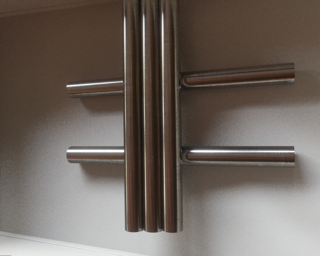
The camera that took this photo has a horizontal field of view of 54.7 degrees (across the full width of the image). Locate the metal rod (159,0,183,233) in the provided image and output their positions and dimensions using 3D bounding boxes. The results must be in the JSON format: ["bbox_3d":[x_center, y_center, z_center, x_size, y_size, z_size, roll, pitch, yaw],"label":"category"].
[{"bbox_3d":[0.013,-0.026,0.377,0.025,0.025,0.298,-1,90,20],"label":"metal rod"}]

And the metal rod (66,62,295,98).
[{"bbox_3d":[0.012,-0.059,0.405,0.301,0.025,0.025,-1,90,19],"label":"metal rod"}]

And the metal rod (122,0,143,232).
[{"bbox_3d":[-0.034,-0.021,0.394,0.025,0.025,0.298,-1,90,20],"label":"metal rod"}]

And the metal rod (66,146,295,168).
[{"bbox_3d":[0.012,0.036,0.405,0.301,0.025,0.025,-1,90,19],"label":"metal rod"}]

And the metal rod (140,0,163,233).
[{"bbox_3d":[-0.010,-0.023,0.385,0.025,0.025,0.298,-1,90,20],"label":"metal rod"}]
